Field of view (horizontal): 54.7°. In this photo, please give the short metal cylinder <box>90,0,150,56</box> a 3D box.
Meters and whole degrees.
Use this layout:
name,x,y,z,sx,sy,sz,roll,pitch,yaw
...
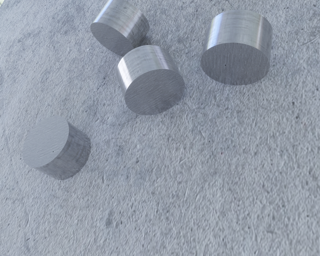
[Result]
name,x,y,z,sx,sy,sz,roll,pitch,yaw
short metal cylinder,-0.064,-0.160,0.501,0.080,0.080,0.050,18,71,35

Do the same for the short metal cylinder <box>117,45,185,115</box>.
name,x,y,z,sx,sy,sz,roll,pitch,yaw
short metal cylinder,-0.013,-0.063,0.414,0.080,0.080,0.050,-29,52,10

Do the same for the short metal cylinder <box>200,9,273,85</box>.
name,x,y,z,sx,sy,sz,roll,pitch,yaw
short metal cylinder,0.094,-0.096,0.378,0.080,0.080,0.050,0,62,28

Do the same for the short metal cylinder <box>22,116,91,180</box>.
name,x,y,z,sx,sy,sz,roll,pitch,yaw
short metal cylinder,-0.149,0.029,0.448,0.080,0.050,0.080,-13,56,21
